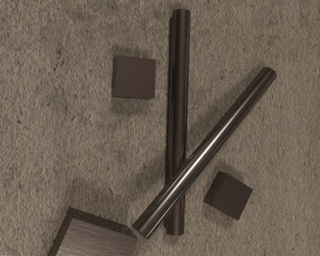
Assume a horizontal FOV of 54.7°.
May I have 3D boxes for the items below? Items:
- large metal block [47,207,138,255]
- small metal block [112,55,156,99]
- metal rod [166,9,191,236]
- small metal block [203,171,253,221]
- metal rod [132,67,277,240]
[{"bbox_3d":[-0.084,0.150,0.366,0.080,0.050,0.080,25,82,-19],"label":"large metal block"},{"bbox_3d":[-0.034,-0.063,0.397,0.050,0.025,0.050,2,89,-21],"label":"small metal block"},{"bbox_3d":[0.025,-0.008,0.419,0.025,0.025,0.298,2,89,-20],"label":"metal rod"},{"bbox_3d":[0.098,0.097,0.447,0.050,0.025,0.050,32,79,-18],"label":"small metal block"},{"bbox_3d":[0.072,0.020,0.417,0.025,0.025,0.301,48,68,-14],"label":"metal rod"}]
